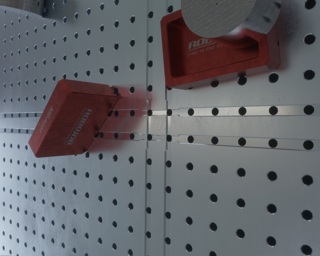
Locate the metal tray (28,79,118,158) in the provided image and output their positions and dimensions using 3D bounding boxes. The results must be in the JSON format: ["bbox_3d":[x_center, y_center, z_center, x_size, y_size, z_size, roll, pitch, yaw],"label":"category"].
[{"bbox_3d":[-0.134,-0.011,0.477,0.030,0.091,0.129,51,120,27],"label":"metal tray"}]

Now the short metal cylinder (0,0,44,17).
[{"bbox_3d":[-0.264,-0.248,0.592,0.080,0.081,0.050,18,102,38],"label":"short metal cylinder"}]

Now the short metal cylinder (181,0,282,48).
[{"bbox_3d":[0.068,-0.122,0.298,0.080,0.050,0.079,0,90,40],"label":"short metal cylinder"}]

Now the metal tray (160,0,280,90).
[{"bbox_3d":[0.062,-0.100,0.354,0.130,0.030,0.089,-7,85,39],"label":"metal tray"}]
